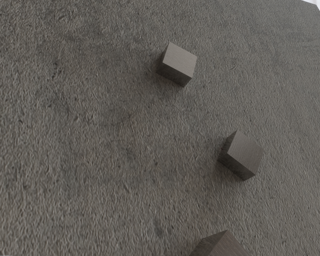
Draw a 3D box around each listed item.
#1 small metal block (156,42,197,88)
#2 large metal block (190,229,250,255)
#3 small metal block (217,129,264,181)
[{"bbox_3d":[0.026,-0.098,0.480,0.050,0.025,0.050,26,53,-13],"label":"small metal block"},{"bbox_3d":[0.063,0.168,0.320,0.080,0.050,0.081,49,51,6],"label":"large metal block"},{"bbox_3d":[0.116,0.039,0.445,0.050,0.025,0.050,37,51,-4],"label":"small metal block"}]
